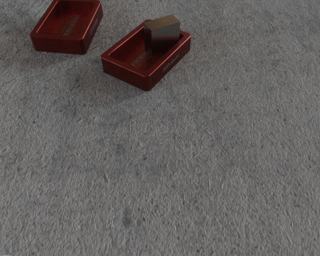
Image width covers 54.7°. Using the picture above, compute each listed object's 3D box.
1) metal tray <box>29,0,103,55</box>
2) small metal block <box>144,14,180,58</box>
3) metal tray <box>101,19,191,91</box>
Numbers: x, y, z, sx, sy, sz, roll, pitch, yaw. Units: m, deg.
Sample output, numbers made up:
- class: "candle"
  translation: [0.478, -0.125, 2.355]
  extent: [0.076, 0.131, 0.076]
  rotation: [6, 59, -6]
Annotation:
- class: "metal tray"
  translation: [-0.162, -0.185, 0.554]
  extent: [0.090, 0.030, 0.130]
  rotation: [6, 50, 4]
- class: "small metal block"
  translation: [0.003, -0.146, 0.493]
  extent: [0.050, 0.050, 0.025]
  rotation: [-23, 54, -18]
- class: "metal tray"
  translation: [-0.020, -0.122, 0.502]
  extent: [0.090, 0.030, 0.131]
  rotation: [27, 55, 20]
